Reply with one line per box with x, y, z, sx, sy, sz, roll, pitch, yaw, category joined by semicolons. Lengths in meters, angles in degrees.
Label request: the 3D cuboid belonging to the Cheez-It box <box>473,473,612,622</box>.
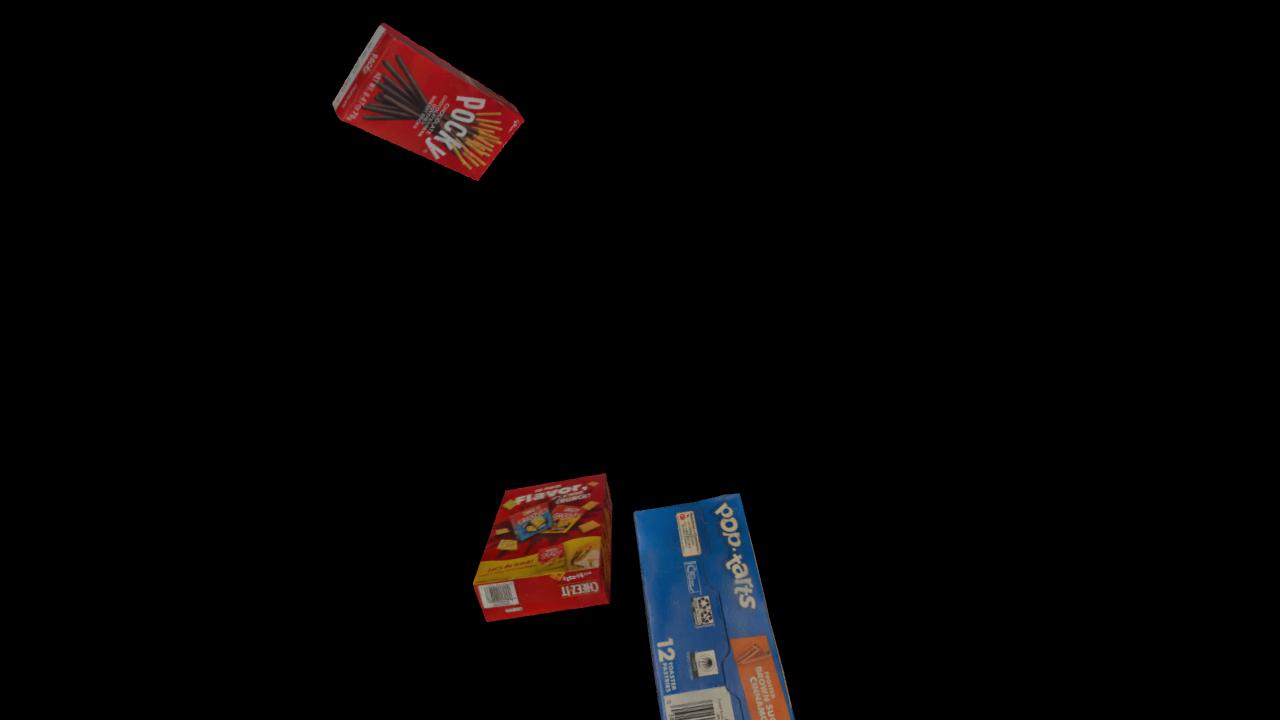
-0.126;0.256;0.871;0.166;0.071;0.223;-10;21;2;Cheez-It box

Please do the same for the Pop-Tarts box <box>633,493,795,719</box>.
0.049;0.207;0.453;0.083;0.167;0.141;-7;-35;-2;Pop-Tarts box

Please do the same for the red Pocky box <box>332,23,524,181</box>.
-0.183;-0.223;0.555;0.083;0.028;0.155;-47;-25;19;red Pocky box
